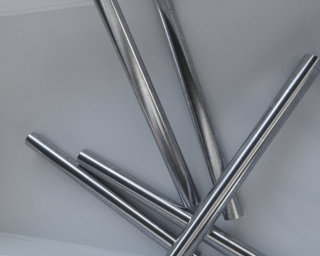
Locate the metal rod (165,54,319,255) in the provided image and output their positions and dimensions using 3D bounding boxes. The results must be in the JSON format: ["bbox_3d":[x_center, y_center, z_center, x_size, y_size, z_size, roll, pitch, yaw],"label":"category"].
[{"bbox_3d":[0.090,0.047,0.355,0.025,0.025,0.299,35,92,16],"label":"metal rod"}]

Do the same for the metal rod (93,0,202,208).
[{"bbox_3d":[-0.017,-0.040,0.371,0.025,0.025,0.299,-20,101,18],"label":"metal rod"}]

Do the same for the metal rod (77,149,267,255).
[{"bbox_3d":[0.015,0.106,0.398,0.301,0.025,0.025,27,99,20],"label":"metal rod"}]

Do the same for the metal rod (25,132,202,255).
[{"bbox_3d":[-0.076,0.093,0.435,0.300,0.025,0.025,32,100,16],"label":"metal rod"}]

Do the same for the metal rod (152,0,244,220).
[{"bbox_3d":[0.046,-0.033,0.393,0.025,0.025,0.299,-20,84,18],"label":"metal rod"}]
